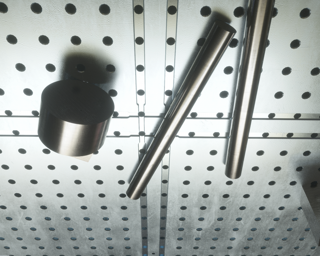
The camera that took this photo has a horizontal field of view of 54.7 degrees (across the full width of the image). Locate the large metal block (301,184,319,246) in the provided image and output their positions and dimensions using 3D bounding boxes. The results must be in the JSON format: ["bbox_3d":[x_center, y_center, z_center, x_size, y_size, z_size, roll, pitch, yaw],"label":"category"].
[{"bbox_3d":[0.281,0.135,0.495,0.080,0.080,0.050,-10,130,8],"label":"large metal block"}]

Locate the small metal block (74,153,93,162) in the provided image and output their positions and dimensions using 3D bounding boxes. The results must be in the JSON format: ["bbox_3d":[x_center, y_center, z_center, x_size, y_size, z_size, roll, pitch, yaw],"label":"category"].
[{"bbox_3d":[-0.109,0.011,0.403,0.050,0.050,0.025,22,127,-18],"label":"small metal block"}]

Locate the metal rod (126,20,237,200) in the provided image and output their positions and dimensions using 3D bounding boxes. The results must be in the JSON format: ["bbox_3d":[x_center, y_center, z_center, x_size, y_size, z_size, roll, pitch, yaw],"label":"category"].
[{"bbox_3d":[0.013,0.000,0.411,0.025,0.025,0.298,17,128,-14],"label":"metal rod"}]

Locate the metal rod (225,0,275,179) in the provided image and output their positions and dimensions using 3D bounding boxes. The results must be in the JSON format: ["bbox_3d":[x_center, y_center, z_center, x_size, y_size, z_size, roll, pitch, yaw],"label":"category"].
[{"bbox_3d":[0.105,-0.045,0.374,0.025,0.025,0.298,-2,130,1],"label":"metal rod"}]

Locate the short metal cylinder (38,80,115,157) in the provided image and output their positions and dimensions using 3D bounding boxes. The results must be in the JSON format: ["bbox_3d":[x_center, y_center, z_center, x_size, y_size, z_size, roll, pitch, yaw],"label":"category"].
[{"bbox_3d":[-0.099,-0.013,0.363,0.081,0.080,0.050,14,129,-12],"label":"short metal cylinder"}]
